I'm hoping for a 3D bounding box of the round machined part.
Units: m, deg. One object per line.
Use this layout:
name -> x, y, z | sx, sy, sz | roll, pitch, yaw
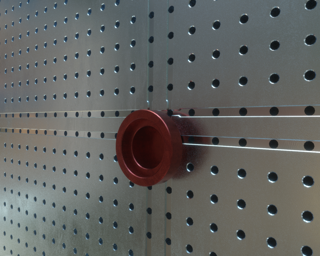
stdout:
round machined part -> -0.010, 0.025, 0.407 | 0.098, 0.042, 0.097 | 0, 90, 40
